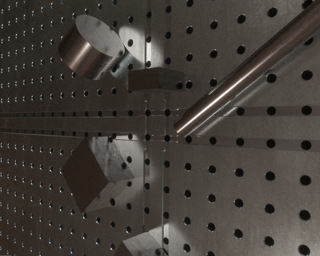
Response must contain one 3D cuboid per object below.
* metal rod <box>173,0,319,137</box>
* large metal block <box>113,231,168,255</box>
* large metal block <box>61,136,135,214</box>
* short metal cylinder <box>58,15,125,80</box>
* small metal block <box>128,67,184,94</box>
[{"bbox_3d":[0.122,-0.083,0.307,0.299,0.025,0.025,-41,65,32],"label":"metal rod"},{"bbox_3d":[-0.026,0.201,0.413,0.080,0.050,0.080,44,116,30],"label":"large metal block"},{"bbox_3d":[-0.096,0.069,0.470,0.080,0.050,0.080,-48,62,29],"label":"large metal block"},{"bbox_3d":[-0.099,-0.117,0.453,0.050,0.081,0.080,-41,65,32],"label":"short metal cylinder"},{"bbox_3d":[-0.005,-0.059,0.395,0.050,0.050,0.025,1,91,39],"label":"small metal block"}]
